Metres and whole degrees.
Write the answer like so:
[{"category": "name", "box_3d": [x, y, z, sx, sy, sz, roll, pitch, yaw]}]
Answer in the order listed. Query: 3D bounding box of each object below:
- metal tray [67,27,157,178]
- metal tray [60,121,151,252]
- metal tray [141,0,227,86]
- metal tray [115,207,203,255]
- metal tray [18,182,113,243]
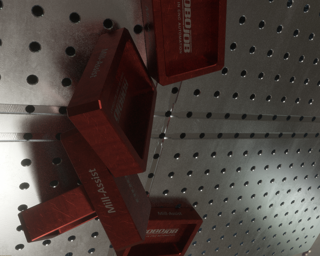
[{"category": "metal tray", "box_3d": [-0.038, -0.029, 0.308, 0.030, 0.130, 0.090, -13, 131, 18]}, {"category": "metal tray", "box_3d": [-0.052, 0.052, 0.337, 0.030, 0.090, 0.129, -23, 98, 7]}, {"category": "metal tray", "box_3d": [0.029, -0.121, 0.350, 0.091, 0.030, 0.129, -18, 126, -18]}, {"category": "metal tray", "box_3d": [-0.001, 0.178, 0.519, 0.131, 0.030, 0.089, 11, 113, -33]}, {"category": "metal tray", "box_3d": [-0.100, 0.097, 0.365, 0.091, 0.030, 0.130, -23, 167, -15]}]
